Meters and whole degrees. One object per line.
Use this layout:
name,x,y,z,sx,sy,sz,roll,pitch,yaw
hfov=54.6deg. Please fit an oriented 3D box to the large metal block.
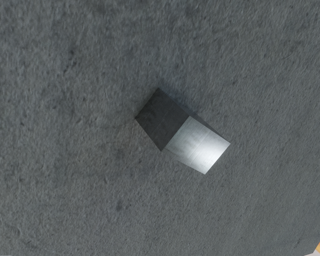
large metal block,0.027,0.003,0.387,0.080,0.080,0.050,31,101,-38
